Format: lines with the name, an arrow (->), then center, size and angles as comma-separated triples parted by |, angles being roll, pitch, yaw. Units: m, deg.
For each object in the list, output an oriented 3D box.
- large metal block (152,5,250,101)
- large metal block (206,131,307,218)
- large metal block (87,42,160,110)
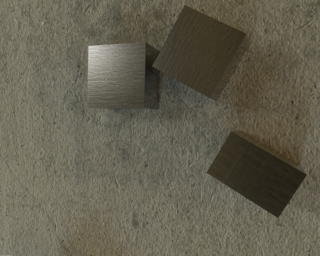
large metal block -> 0.051, -0.088, 0.378 | 0.080, 0.050, 0.080 | 32, 100, 17
large metal block -> 0.106, 0.045, 0.342 | 0.080, 0.080, 0.050 | 32, 101, 17
large metal block -> -0.047, -0.066, 0.412 | 0.080, 0.050, 0.080 | 2, 91, 20
